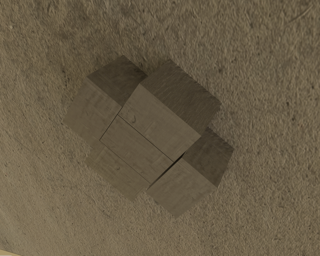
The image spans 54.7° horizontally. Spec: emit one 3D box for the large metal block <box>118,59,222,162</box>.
[{"bbox_3d":[0.014,-0.023,0.351,0.080,0.080,0.050,41,129,0],"label":"large metal block"}]

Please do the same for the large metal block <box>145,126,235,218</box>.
[{"bbox_3d":[0.038,0.052,0.384,0.050,0.080,0.080,41,129,0],"label":"large metal block"}]

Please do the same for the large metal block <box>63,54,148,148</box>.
[{"bbox_3d":[-0.063,-0.034,0.384,0.050,0.080,0.080,41,129,0],"label":"large metal block"}]

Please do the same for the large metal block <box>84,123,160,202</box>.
[{"bbox_3d":[-0.038,0.036,0.414,0.080,0.080,0.050,41,129,0],"label":"large metal block"}]

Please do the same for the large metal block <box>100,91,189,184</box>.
[{"bbox_3d":[-0.012,0.007,0.382,0.080,0.080,0.050,41,129,0],"label":"large metal block"}]
